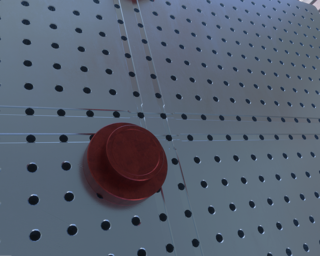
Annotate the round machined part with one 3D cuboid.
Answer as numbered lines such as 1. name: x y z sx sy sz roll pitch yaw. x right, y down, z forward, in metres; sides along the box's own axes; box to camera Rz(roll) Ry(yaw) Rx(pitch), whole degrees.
1. round machined part: -0.035 0.035 0.358 0.099 0.042 0.098 14 56 -21
